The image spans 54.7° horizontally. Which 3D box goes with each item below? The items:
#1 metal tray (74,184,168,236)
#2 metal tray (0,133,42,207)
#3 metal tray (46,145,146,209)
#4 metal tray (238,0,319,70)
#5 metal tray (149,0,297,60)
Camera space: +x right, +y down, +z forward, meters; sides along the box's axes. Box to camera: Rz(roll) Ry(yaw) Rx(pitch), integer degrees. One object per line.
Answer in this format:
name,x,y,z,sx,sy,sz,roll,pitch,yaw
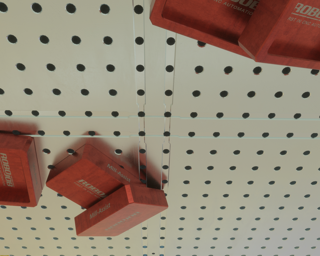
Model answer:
metal tray,-0.063,0.138,0.504,0.130,0.030,0.090,-35,145,26
metal tray,-0.232,0.065,0.459,0.091,0.030,0.129,6,130,-6
metal tray,-0.096,0.090,0.484,0.090,0.030,0.130,-33,123,24
metal tray,0.148,-0.102,0.291,0.131,0.030,0.089,-1,135,-31
metal tray,0.065,-0.127,0.300,0.131,0.030,0.089,15,129,-13
